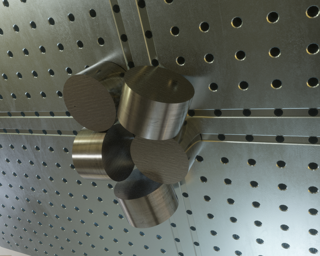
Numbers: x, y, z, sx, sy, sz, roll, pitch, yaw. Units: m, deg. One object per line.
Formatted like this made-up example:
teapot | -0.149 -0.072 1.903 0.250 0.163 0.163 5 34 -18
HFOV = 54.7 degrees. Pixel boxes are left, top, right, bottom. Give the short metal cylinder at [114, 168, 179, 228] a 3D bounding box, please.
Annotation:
short metal cylinder | -0.019 0.096 0.444 0.080 0.080 0.050 -6 116 31

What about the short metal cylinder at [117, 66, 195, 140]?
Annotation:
short metal cylinder | -0.006 -0.031 0.360 0.080 0.080 0.050 25 127 12

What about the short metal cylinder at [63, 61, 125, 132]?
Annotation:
short metal cylinder | -0.079 -0.042 0.410 0.080 0.050 0.079 14 125 21

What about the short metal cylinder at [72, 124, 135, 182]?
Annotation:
short metal cylinder | -0.076 0.035 0.438 0.050 0.080 0.080 -3 117 29

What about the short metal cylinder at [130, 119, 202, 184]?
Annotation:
short metal cylinder | 0.009 0.026 0.407 0.080 0.050 0.079 13 124 20
